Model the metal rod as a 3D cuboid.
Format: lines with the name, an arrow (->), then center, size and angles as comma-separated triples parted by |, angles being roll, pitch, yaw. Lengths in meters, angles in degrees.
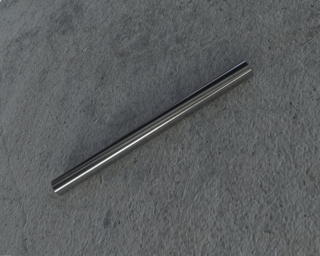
metal rod -> -0.015, 0.003, 0.410 | 0.300, 0.025, 0.025 | -32, 52, 7
